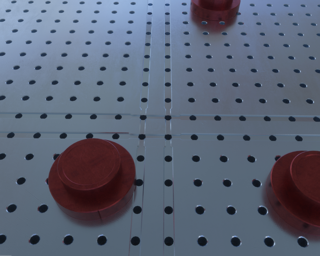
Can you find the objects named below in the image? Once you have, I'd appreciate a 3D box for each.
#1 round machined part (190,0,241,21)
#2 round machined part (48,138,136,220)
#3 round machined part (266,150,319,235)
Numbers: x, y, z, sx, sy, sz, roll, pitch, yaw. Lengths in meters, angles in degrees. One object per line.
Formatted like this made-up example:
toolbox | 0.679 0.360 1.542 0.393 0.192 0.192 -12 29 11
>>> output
round machined part | 0.111 -0.259 0.615 0.099 0.042 0.098 0 50 0
round machined part | -0.077 0.050 0.353 0.099 0.042 0.098 0 50 0
round machined part | 0.174 0.064 0.345 0.099 0.042 0.098 0 50 0
